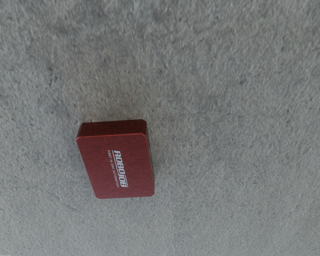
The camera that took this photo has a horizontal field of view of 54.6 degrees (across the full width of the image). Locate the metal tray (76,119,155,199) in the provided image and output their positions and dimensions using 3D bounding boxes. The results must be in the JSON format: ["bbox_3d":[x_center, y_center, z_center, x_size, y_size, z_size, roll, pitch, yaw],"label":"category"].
[{"bbox_3d":[-0.058,0.049,0.445,0.090,0.030,0.129,-4,130,3],"label":"metal tray"}]
